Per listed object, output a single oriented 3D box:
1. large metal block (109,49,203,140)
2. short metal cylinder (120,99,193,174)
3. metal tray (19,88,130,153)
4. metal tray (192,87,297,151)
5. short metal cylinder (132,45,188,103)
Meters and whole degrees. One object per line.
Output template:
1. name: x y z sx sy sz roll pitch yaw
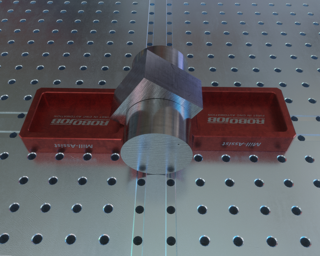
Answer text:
1. large metal block: -0.005 -0.036 0.383 0.080 0.080 0.050 25 45 -24
2. short metal cylinder: -0.003 0.012 0.361 0.080 0.080 0.050 1 50 1
3. metal tray: -0.106 -0.012 0.413 0.131 0.030 0.090 1 50 0
4. metal tray: 0.103 -0.014 0.416 0.131 0.030 0.090 1 50 0
5. short metal cylinder: 0.000 -0.065 0.426 0.080 0.080 0.050 1 50 1
